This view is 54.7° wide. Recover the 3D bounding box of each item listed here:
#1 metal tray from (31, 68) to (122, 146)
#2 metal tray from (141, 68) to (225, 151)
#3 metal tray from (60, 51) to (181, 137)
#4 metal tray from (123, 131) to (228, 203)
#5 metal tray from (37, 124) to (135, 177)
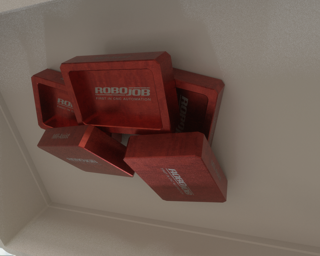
[{"bbox_3d":[-0.119,-0.025,0.446,0.130,0.030,0.089,18,126,17],"label":"metal tray"},{"bbox_3d":[0.022,-0.006,0.387,0.090,0.030,0.129,18,125,17],"label":"metal tray"},{"bbox_3d":[-0.046,-0.039,0.363,0.130,0.030,0.089,4,120,26],"label":"metal tray"},{"bbox_3d":[0.025,0.053,0.380,0.090,0.030,0.130,-4,145,23],"label":"metal tray"},{"bbox_3d":[-0.101,0.033,0.431,0.130,0.030,0.090,-3,148,47],"label":"metal tray"}]
